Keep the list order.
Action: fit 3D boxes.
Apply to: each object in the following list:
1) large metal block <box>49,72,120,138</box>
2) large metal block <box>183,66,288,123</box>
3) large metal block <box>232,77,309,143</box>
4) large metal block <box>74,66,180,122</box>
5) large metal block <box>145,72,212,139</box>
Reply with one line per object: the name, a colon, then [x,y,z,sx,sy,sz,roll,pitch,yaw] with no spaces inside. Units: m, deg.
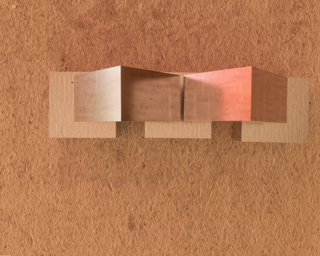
large metal block: [-0.093,-0.028,0.398,0.081,0.050,0.079,0,90,-1]
large metal block: [0.082,-0.031,0.337,0.080,0.081,0.050,1,90,44]
large metal block: [0.140,-0.022,0.401,0.081,0.050,0.079,2,90,-1]
large metal block: [-0.035,-0.032,0.333,0.081,0.080,0.050,-1,91,-46]
large metal block: [0.022,-0.028,0.399,0.081,0.050,0.079,1,90,-1]
